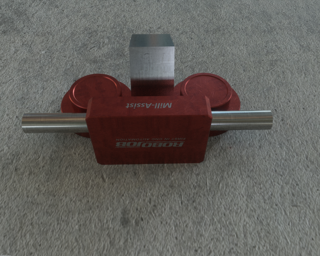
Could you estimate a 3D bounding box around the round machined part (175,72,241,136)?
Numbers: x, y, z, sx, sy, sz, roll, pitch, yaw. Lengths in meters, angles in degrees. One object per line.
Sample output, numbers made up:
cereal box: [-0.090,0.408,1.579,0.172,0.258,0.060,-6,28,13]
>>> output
round machined part: [0.061,-0.039,0.426,0.099,0.042,0.098,0,50,0]

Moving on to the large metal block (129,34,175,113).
large metal block: [-0.010,-0.072,0.394,0.050,0.079,0.080,-1,27,-2]

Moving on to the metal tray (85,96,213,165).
metal tray: [-0.012,0.005,0.358,0.131,0.089,0.030,-1,50,-1]

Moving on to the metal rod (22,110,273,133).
metal rod: [-0.014,-0.008,0.385,0.302,0.025,0.025,-1,50,-1]

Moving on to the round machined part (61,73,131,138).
round machined part: [-0.085,-0.037,0.421,0.099,0.042,0.098,0,50,0]
